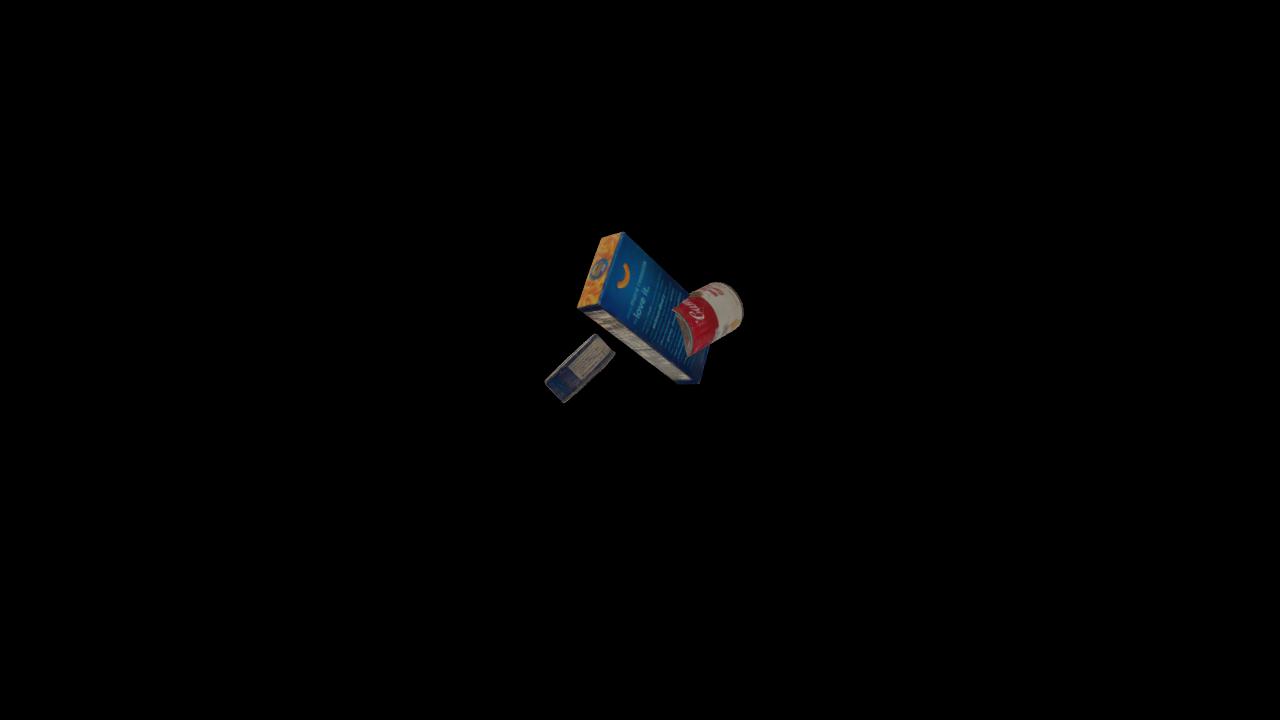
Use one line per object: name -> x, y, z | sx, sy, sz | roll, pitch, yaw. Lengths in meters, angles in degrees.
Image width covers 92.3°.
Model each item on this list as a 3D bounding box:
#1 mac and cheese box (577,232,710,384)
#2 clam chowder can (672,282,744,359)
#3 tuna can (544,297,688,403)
mac and cheese box -> 0.015, -0.052, 0.694 | 0.041, 0.093, 0.184 | -4, -31, 43
clam chowder can -> 0.069, -0.047, 0.737 | 0.102, 0.068, 0.068 | -28, 18, -38
tuna can -> -0.069, 0.009, 0.702 | 0.084, 0.034, 0.084 | -43, 6, 6
